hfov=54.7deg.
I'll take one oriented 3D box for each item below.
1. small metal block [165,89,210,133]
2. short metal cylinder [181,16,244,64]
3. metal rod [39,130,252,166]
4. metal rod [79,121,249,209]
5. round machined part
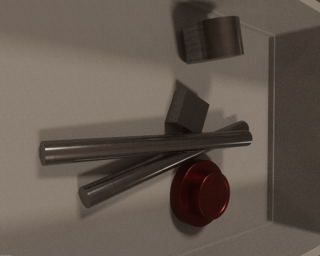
[{"bbox_3d":[0.040,-0.021,0.442,0.050,0.025,0.050,29,72,-37],"label":"small metal block"},{"bbox_3d":[0.074,-0.121,0.435,0.081,0.080,0.050,-17,101,-39],"label":"short metal cylinder"},{"bbox_3d":[0.008,0.021,0.394,0.303,0.025,0.025,-2,92,-34],"label":"metal rod"},{"bbox_3d":[0.029,0.038,0.433,0.302,0.025,0.025,-19,102,-39],"label":"metal rod"},{"bbox_3d":[0.065,0.096,0.453,0.099,0.042,0.097,0,90,-40],"label":"round machined part"}]
